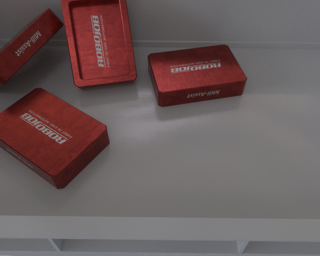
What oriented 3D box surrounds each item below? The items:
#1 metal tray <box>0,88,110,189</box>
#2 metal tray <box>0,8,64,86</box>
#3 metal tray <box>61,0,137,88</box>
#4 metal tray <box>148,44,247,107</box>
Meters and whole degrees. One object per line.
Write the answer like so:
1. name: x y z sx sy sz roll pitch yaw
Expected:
1. metal tray: -0.142 0.007 0.394 0.130 0.030 0.090 28 55 21
2. metal tray: -0.208 -0.113 0.453 0.090 0.030 0.130 -3 47 48
3. metal tray: -0.088 -0.128 0.456 0.091 0.030 0.129 -9 94 -7
4. metal tray: 0.053 -0.082 0.471 0.131 0.030 0.090 -9 51 -8
